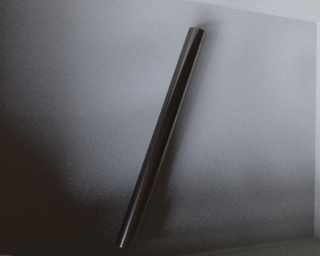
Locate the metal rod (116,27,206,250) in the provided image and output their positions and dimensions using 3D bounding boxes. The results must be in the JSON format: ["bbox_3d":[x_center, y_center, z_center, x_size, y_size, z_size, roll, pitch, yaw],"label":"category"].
[{"bbox_3d":[0.004,0.008,0.409,0.025,0.025,0.299,21,83,-19],"label":"metal rod"}]
